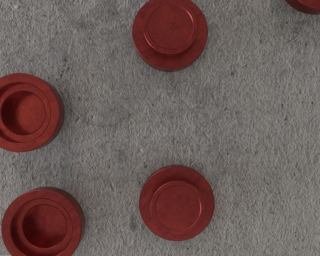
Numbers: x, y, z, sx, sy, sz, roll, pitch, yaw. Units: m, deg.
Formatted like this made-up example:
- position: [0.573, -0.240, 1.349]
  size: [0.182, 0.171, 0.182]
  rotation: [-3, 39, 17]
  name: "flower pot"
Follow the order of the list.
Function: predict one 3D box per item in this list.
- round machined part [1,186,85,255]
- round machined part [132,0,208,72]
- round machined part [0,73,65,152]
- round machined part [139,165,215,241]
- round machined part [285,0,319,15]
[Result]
- position: [-0.146, 0.124, 0.400]
  size: [0.099, 0.042, 0.097]
  rotation: [0, 90, 0]
  name: "round machined part"
- position: [0.013, -0.125, 0.401]
  size: [0.099, 0.042, 0.097]
  rotation: [0, 90, 0]
  name: "round machined part"
- position: [-0.172, -0.019, 0.400]
  size: [0.099, 0.042, 0.097]
  rotation: [0, 90, 0]
  name: "round machined part"
- position: [0.022, 0.099, 0.402]
  size: [0.099, 0.042, 0.097]
  rotation: [0, 90, 0]
  name: "round machined part"
- position: [0.201, -0.196, 0.403]
  size: [0.099, 0.042, 0.097]
  rotation: [0, 90, 0]
  name: "round machined part"
